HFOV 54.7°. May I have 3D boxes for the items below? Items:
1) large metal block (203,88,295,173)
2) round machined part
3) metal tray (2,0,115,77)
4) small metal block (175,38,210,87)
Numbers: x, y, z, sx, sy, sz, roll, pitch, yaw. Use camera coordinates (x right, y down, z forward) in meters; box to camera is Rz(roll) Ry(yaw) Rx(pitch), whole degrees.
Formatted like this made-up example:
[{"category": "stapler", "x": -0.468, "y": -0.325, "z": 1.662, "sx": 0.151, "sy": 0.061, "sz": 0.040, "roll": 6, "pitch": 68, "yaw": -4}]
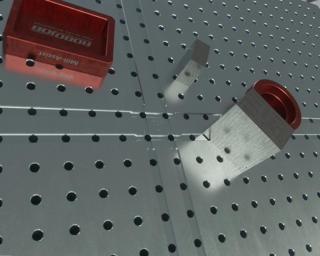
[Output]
[{"category": "large metal block", "x": 0.122, "y": 0.005, "z": 0.435, "sx": 0.080, "sy": 0.080, "sz": 0.050, "roll": 47, "pitch": 51, "yaw": 4}, {"category": "round machined part", "x": 0.179, "y": -0.029, "z": 0.511, "sx": 0.099, "sy": 0.042, "sz": 0.098, "roll": 14, "pitch": 56, "yaw": -21}, {"category": "metal tray", "x": -0.128, "y": -0.126, "z": 0.412, "sx": 0.131, "sy": 0.030, "sz": 0.090, "roll": 11, "pitch": 57, "yaw": -22}, {"category": "small metal block", "x": 0.051, "y": -0.101, "z": 0.481, "sx": 0.025, "sy": 0.050, "sz": 0.050, "roll": 26, "pitch": 53, "yaw": -13}]
